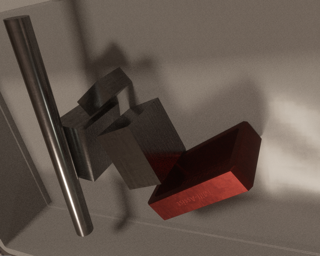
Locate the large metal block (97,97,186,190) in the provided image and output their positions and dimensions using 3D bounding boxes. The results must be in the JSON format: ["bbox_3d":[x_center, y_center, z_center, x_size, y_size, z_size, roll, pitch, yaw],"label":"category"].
[{"bbox_3d":[-0.020,0.019,0.394,0.050,0.080,0.080,-18,109,35],"label":"large metal block"}]

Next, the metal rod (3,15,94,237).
[{"bbox_3d":[-0.127,0.019,0.381,0.025,0.025,0.298,7,122,24],"label":"metal rod"}]

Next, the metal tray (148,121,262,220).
[{"bbox_3d":[0.052,0.052,0.368,0.130,0.090,0.030,-32,106,38],"label":"metal tray"}]

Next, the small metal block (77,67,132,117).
[{"bbox_3d":[-0.071,-0.047,0.399,0.025,0.050,0.050,49,128,-7],"label":"small metal block"}]

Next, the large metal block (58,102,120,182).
[{"bbox_3d":[-0.095,0.014,0.430,0.050,0.080,0.079,11,123,22],"label":"large metal block"}]
